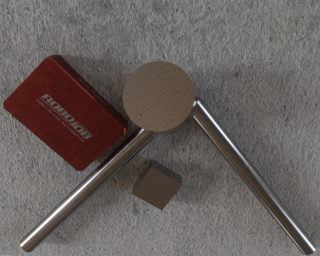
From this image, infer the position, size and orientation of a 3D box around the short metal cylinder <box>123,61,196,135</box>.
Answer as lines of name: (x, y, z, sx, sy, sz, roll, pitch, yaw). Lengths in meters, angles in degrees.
short metal cylinder: (0.002, -0.033, 0.367, 0.080, 0.050, 0.080, -1, 83, 8)

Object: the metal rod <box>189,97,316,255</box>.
metal rod: (0.135, 0.077, 0.439, 0.025, 0.025, 0.300, -37, 106, 12)

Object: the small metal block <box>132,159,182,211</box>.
small metal block: (-0.004, 0.081, 0.439, 0.050, 0.025, 0.050, 32, 107, -11)

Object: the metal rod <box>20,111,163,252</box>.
metal rod: (-0.096, 0.079, 0.438, 0.299, 0.025, 0.025, -43, 105, 14)

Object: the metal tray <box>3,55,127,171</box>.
metal tray: (-0.118, -0.017, 0.400, 0.090, 0.030, 0.130, -41, 105, 13)
